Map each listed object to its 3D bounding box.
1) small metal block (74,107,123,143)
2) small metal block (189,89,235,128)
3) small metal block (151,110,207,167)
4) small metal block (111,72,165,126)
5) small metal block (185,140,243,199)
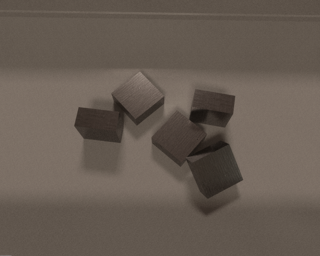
[{"bbox_3d":[-0.076,-0.003,0.396,0.050,0.050,0.025,7,70,2],"label":"small metal block"},{"bbox_3d":[0.067,-0.025,0.406,0.050,0.050,0.025,10,71,3],"label":"small metal block"},{"bbox_3d":[0.025,0.014,0.405,0.050,0.025,0.050,39,74,13],"label":"small metal block"},{"bbox_3d":[-0.030,-0.040,0.424,0.050,0.025,0.050,-40,75,-14],"label":"small metal block"},{"bbox_3d":[0.067,0.050,0.381,0.050,0.025,0.050,-26,103,-9],"label":"small metal block"}]
